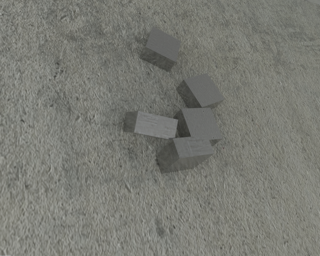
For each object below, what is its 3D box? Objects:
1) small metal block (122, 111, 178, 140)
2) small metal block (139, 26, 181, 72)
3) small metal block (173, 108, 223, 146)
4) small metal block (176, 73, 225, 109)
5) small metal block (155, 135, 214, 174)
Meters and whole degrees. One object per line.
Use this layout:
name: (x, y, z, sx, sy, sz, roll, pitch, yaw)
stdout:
small metal block: (-0.013, -0.003, 0.378, 0.050, 0.050, 0.025, 12, 86, -22)
small metal block: (0.001, -0.121, 0.478, 0.050, 0.025, 0.050, 24, 53, -14)
small metal block: (0.052, 0.000, 0.432, 0.050, 0.025, 0.050, -4, 64, -30)
small metal block: (0.061, -0.051, 0.468, 0.050, 0.025, 0.050, -20, 73, -36)
small metal block: (0.030, 0.033, 0.383, 0.050, 0.050, 0.025, -4, 64, -30)
